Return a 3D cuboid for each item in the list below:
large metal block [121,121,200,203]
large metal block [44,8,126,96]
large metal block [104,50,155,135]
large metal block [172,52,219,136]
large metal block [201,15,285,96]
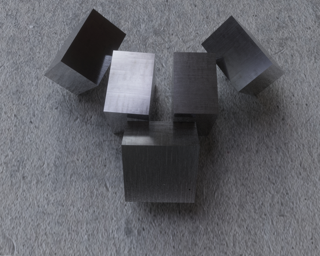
[{"bbox_3d":[0.001,0.039,0.359,0.081,0.079,0.050,1,31,0],"label":"large metal block"},{"bbox_3d":[-0.099,-0.095,0.404,0.050,0.080,0.080,34,69,-27],"label":"large metal block"},{"bbox_3d":[-0.034,-0.040,0.395,0.050,0.080,0.080,5,70,1],"label":"large metal block"},{"bbox_3d":[0.041,-0.040,0.395,0.050,0.080,0.080,1,70,0],"label":"large metal block"},{"bbox_3d":[0.111,-0.091,0.408,0.050,0.080,0.080,-41,71,25],"label":"large metal block"}]
